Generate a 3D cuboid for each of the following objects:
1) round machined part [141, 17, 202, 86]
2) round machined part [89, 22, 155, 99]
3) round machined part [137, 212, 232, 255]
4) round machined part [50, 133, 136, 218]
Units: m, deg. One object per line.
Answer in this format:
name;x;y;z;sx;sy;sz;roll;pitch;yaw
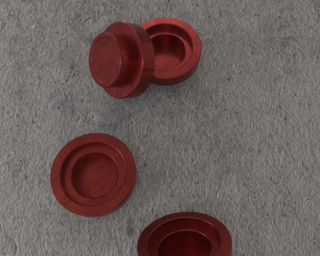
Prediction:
round machined part;0.007;-0.103;0.437;0.099;0.042;0.098;0;70;0
round machined part;-0.055;-0.086;0.398;0.042;0.098;0.098;-9;65;-45
round machined part;0.027;0.136;0.330;0.099;0.098;0.042;-9;110;-3
round machined part;-0.077;0.059;0.377;0.099;0.042;0.098;0;70;0
